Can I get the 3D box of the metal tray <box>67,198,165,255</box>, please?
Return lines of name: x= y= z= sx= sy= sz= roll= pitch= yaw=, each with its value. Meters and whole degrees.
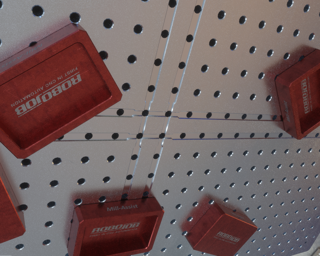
metal tray: x=-0.066 y=0.155 z=0.469 sx=0.131 sy=0.030 sz=0.089 roll=1 pitch=118 yaw=-30

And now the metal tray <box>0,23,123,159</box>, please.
metal tray: x=-0.116 y=-0.037 z=0.322 sx=0.131 sy=0.030 sz=0.090 roll=-33 pitch=129 yaw=-7

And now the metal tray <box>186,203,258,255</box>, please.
metal tray: x=0.123 y=0.204 z=0.605 sx=0.130 sy=0.030 sz=0.090 roll=31 pitch=101 yaw=-39

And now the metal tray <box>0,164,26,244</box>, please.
metal tray: x=-0.215 y=0.083 z=0.342 sx=0.091 sy=0.030 sz=0.129 roll=-17 pitch=126 yaw=-19

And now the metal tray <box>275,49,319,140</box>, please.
metal tray: x=0.245 y=-0.052 z=0.512 sx=0.090 sy=0.030 sz=0.130 roll=-35 pitch=129 yaw=-6
